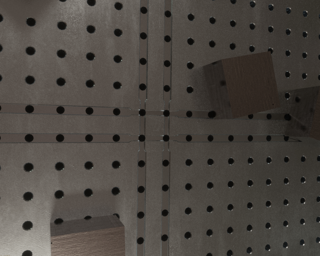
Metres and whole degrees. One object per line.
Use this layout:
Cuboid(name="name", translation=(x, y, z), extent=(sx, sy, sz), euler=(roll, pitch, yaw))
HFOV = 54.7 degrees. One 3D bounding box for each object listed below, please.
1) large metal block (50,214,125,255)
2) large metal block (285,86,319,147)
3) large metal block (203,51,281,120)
Cuboid(name="large metal block", translation=(-0.086, 0.154, 0.368), extent=(0.081, 0.050, 0.079), euler=(-2, 91, -20))
Cuboid(name="large metal block", translation=(0.258, -0.015, 0.497), extent=(0.081, 0.050, 0.080), euler=(16, 85, -20))
Cuboid(name="large metal block", translation=(0.117, -0.060, 0.444), extent=(0.081, 0.050, 0.080), euler=(-14, 95, -20))
